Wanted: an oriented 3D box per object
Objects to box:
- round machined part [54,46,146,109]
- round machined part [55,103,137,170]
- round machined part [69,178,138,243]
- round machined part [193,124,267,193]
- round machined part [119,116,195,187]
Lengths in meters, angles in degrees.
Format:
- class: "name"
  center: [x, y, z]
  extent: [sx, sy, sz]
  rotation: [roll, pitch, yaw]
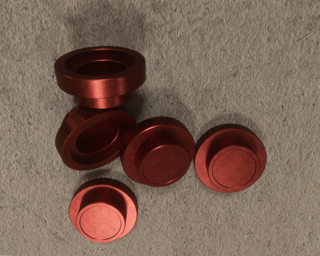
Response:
- class: "round machined part"
  center: [-0.065, -0.056, 0.351]
  extent: [0.099, 0.098, 0.042]
  rotation: [0, 124, -1]
- class: "round machined part"
  center: [-0.081, 0.004, 0.383]
  extent: [0.099, 0.042, 0.097]
  rotation: [-27, 146, -20]
- class: "round machined part"
  center: [-0.082, 0.124, 0.446]
  extent: [0.099, 0.042, 0.097]
  rotation: [0, 110, -1]
- class: "round machined part"
  center: [0.096, 0.046, 0.419]
  extent: [0.099, 0.042, 0.097]
  rotation: [0, 110, -1]
- class: "round machined part"
  center: [0.000, 0.037, 0.397]
  extent: [0.099, 0.042, 0.097]
  rotation: [-10, 125, -14]
